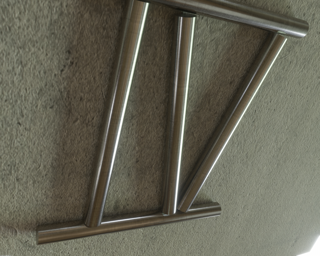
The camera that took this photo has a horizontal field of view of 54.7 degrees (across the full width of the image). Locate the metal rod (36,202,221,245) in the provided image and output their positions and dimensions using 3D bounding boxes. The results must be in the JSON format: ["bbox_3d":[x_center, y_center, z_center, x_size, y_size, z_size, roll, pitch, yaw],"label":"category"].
[{"bbox_3d":[-0.030,0.143,0.481,0.303,0.025,0.025,1,118,-29],"label":"metal rod"}]

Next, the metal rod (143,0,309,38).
[{"bbox_3d":[0.065,-0.140,0.359,0.303,0.025,0.025,1,118,-29],"label":"metal rod"}]

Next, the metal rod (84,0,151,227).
[{"bbox_3d":[-0.058,0.000,0.377,0.025,0.025,0.298,1,118,-29],"label":"metal rod"}]

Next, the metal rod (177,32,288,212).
[{"bbox_3d":[0.098,0.002,0.465,0.025,0.025,0.298,14,111,-35],"label":"metal rod"}]

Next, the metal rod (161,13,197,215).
[{"bbox_3d":[0.021,0.002,0.422,0.025,0.025,0.298,-11,123,-23],"label":"metal rod"}]
